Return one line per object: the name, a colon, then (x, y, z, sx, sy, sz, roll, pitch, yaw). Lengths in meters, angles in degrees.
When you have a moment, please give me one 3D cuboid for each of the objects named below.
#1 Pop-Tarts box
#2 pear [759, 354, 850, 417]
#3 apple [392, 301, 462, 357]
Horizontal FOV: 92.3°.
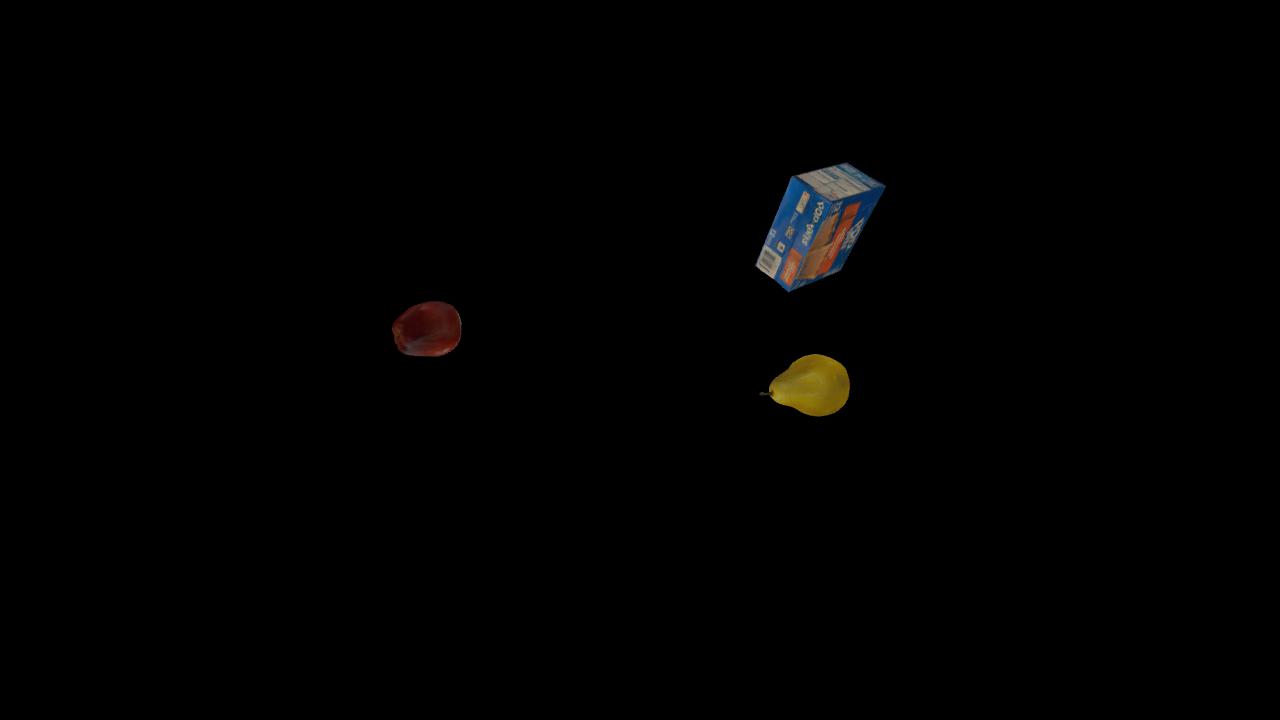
Pop-Tarts box: (0.282, -0.209, 0.973, 0.141, 0.167, 0.083, -23, 56, -34)
pear: (0.191, 0.035, 0.737, 0.111, 0.080, 0.080, -8, 1, -7)
apple: (-0.291, -0.043, 0.850, 0.093, 0.079, 0.079, -16, 10, -40)
